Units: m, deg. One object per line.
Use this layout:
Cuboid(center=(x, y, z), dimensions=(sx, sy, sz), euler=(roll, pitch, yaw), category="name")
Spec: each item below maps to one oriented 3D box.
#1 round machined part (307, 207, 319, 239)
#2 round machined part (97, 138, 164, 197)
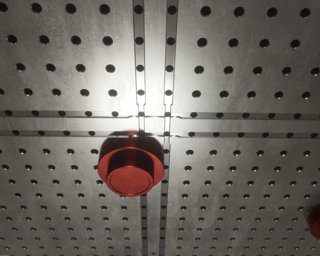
Cuboid(center=(0.322, 0.177, 0.557), dimensions=(0.099, 0.042, 0.097), euler=(-1, 130, 0), category="round machined part")
Cuboid(center=(-0.043, 0.064, 0.455), dimensions=(0.099, 0.042, 0.097), euler=(-1, 130, 0), category="round machined part")
